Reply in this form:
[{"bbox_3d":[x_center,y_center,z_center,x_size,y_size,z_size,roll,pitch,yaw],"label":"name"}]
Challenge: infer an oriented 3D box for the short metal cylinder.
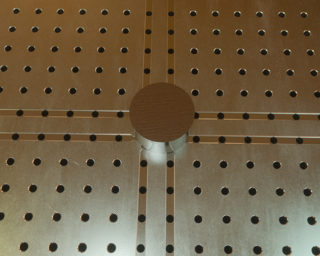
[{"bbox_3d":[0.003,-0.012,0.403,0.080,0.050,0.080,0,70,0],"label":"short metal cylinder"}]
